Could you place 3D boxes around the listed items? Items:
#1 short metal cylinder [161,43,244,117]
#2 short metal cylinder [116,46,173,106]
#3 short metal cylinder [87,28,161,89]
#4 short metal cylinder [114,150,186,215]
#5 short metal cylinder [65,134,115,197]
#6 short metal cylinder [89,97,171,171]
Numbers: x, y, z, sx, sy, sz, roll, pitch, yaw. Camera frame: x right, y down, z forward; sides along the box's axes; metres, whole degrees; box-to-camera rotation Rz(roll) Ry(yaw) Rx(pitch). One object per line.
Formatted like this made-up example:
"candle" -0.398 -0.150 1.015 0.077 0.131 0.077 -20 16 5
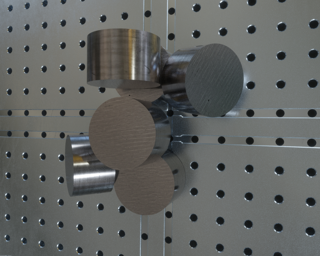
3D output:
"short metal cylinder" 0.049 -0.055 0.359 0.050 0.081 0.079 16 97 60
"short metal cylinder" -0.015 -0.069 0.404 0.080 0.050 0.079 0 91 20
"short metal cylinder" -0.040 -0.073 0.343 0.080 0.080 0.050 1 90 20
"short metal cylinder" -0.012 0.067 0.403 0.080 0.050 0.079 0 91 19
"short metal cylinder" -0.095 0.048 0.411 0.050 0.080 0.080 -2 89 -24
"short metal cylinder" -0.033 0.006 0.357 0.080 0.050 0.079 0 90 20
